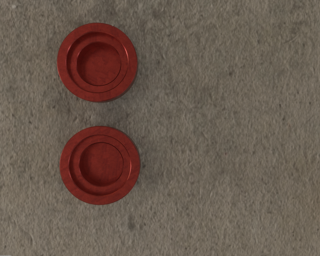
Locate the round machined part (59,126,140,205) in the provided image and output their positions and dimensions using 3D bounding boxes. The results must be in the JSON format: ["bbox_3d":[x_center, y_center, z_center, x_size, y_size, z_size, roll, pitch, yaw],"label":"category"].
[{"bbox_3d":[-0.074,0.046,0.401,0.099,0.042,0.097,0,90,-1],"label":"round machined part"}]

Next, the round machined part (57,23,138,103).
[{"bbox_3d":[-0.077,-0.081,0.400,0.099,0.042,0.097,0,90,-1],"label":"round machined part"}]
